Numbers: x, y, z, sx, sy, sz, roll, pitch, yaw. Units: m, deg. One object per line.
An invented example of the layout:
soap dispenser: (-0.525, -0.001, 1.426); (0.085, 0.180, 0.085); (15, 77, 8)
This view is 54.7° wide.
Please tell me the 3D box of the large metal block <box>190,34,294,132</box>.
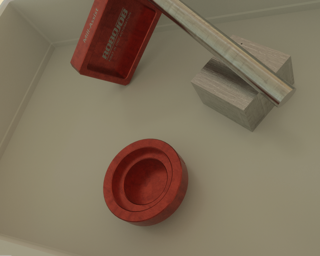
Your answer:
large metal block: (0.099, -0.055, 0.371); (0.080, 0.050, 0.080); (-48, 52, -6)

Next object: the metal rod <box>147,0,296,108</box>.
metal rod: (0.030, -0.129, 0.363); (0.025, 0.025, 0.300); (-43, 67, -1)

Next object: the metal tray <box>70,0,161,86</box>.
metal tray: (-0.061, -0.131, 0.443); (0.030, 0.091, 0.129); (42, 113, 38)

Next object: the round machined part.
round machined part: (-0.013, 0.065, 0.361); (0.098, 0.042, 0.098); (-13, 56, 20)
